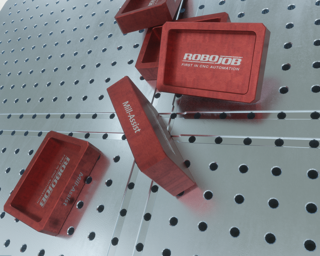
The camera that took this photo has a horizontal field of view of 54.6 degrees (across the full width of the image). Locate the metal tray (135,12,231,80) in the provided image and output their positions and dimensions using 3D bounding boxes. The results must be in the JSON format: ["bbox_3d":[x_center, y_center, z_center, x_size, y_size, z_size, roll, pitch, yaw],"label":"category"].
[{"bbox_3d":[0.035,-0.120,0.460,0.130,0.030,0.090,1,62,28],"label":"metal tray"}]

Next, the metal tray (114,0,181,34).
[{"bbox_3d":[-0.012,-0.213,0.521,0.090,0.030,0.130,-6,43,25],"label":"metal tray"}]

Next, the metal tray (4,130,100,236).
[{"bbox_3d":[-0.153,0.073,0.441,0.090,0.030,0.130,13,68,33],"label":"metal tray"}]

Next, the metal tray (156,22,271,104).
[{"bbox_3d":[0.062,-0.083,0.388,0.130,0.030,0.089,11,100,27],"label":"metal tray"}]

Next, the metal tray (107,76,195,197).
[{"bbox_3d":[-0.012,0.008,0.368,0.030,0.090,0.130,-33,51,7],"label":"metal tray"}]
